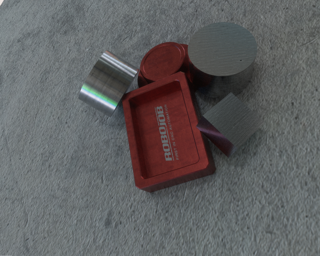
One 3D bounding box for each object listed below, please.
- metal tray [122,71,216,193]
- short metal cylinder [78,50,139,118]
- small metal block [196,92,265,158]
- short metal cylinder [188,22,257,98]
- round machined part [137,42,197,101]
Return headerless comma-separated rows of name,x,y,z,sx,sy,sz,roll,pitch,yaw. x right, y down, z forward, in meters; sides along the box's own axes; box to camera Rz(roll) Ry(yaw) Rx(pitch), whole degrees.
metal tray,0.007,0.004,0.381,0.090,0.030,0.130,-20,64,16
short metal cylinder,-0.071,-0.062,0.437,0.050,0.080,0.080,31,74,-7
small metal block,0.078,-0.004,0.344,0.050,0.025,0.050,-38,76,-27
short metal cylinder,0.076,-0.084,0.387,0.080,0.050,0.080,-3,64,7
round machined part,0.011,-0.083,0.440,0.098,0.042,0.098,-13,56,21
